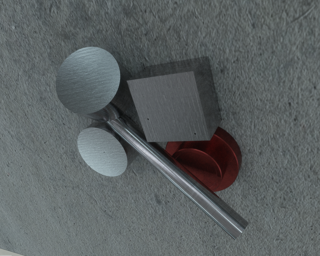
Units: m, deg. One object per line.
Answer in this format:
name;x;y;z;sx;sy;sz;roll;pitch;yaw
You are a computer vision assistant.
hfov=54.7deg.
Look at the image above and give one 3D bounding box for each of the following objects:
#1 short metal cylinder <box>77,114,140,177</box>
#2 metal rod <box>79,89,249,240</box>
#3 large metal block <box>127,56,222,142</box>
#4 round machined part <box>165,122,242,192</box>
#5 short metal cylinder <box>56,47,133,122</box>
short metal cylinder;-0.069;0.022;0.444;0.080;0.050;0.079;13;124;21
metal rod;-0.019;0.022;0.388;0.300;0.025;0.025;40;130;17
large metal block;0.019;-0.031;0.360;0.080;0.050;0.080;-3;117;29
round machined part;0.051;0.044;0.397;0.098;0.042;0.097;13;124;21
short metal cylinder;-0.077;-0.051;0.377;0.080;0.050;0.080;-2;80;14
